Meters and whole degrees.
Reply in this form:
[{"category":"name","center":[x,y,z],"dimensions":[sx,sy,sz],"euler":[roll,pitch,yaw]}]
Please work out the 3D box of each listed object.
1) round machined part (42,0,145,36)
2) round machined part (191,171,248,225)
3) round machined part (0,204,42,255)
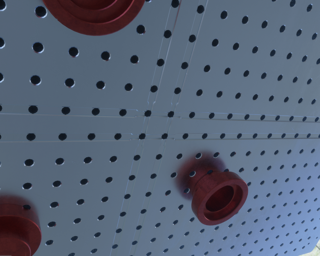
[{"category":"round machined part","center":[-0.063,-0.138,0.280],"dimensions":[0.099,0.042,0.097],"euler":[-14,124,-21]},{"category":"round machined part","center":[0.095,0.112,0.521],"dimensions":[0.099,0.042,0.097],"euler":[-14,124,-21]},{"category":"round machined part","center":[-0.198,0.146,0.382],"dimensions":[0.099,0.042,0.097],"euler":[-14,124,-21]}]
